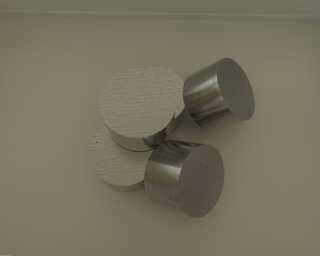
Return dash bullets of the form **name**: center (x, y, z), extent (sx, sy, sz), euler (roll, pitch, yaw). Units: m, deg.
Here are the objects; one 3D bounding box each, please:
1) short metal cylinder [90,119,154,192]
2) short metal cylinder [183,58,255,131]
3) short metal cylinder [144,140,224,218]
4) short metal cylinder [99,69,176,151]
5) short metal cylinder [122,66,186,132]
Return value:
- **short metal cylinder**: center (-0.041, 0.035, 0.382), extent (0.081, 0.050, 0.080), euler (0, 70, 0)
- **short metal cylinder**: center (0.075, -0.041, 0.389), extent (0.080, 0.050, 0.080), euler (20, 61, -40)
- **short metal cylinder**: center (0.029, 0.055, 0.352), extent (0.050, 0.080, 0.080), euler (5, 63, 45)
- **short metal cylinder**: center (-0.023, -0.019, 0.347), extent (0.081, 0.050, 0.080), euler (0, 70, 0)
- **short metal cylinder**: center (-0.007, -0.033, 0.406), extent (0.081, 0.050, 0.080), euler (0, 70, 0)
